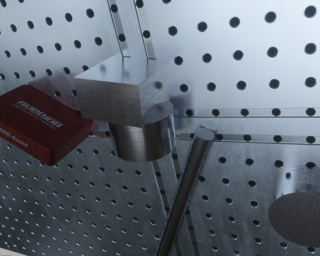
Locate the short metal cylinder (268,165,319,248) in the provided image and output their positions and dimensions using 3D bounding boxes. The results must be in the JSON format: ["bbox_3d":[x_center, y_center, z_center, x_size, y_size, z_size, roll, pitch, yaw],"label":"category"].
[{"bbox_3d":[0.172,0.091,0.360,0.080,0.050,0.079,13,124,20],"label":"short metal cylinder"}]

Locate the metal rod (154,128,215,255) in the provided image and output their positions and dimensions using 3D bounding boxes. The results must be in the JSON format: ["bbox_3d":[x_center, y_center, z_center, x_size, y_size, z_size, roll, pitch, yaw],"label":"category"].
[{"bbox_3d":[0.027,0.125,0.472,0.025,0.025,0.298,23,127,13],"label":"metal rod"}]

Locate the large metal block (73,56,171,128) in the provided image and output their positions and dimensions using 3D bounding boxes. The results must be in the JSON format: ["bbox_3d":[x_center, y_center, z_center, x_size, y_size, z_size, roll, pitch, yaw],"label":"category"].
[{"bbox_3d":[-0.040,-0.046,0.367,0.080,0.080,0.050,10,122,22],"label":"large metal block"}]

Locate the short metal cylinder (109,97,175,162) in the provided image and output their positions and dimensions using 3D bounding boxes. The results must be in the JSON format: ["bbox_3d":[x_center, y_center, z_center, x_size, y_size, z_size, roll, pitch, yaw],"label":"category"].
[{"bbox_3d":[-0.022,-0.001,0.386,0.080,0.080,0.050,9,122,23],"label":"short metal cylinder"}]

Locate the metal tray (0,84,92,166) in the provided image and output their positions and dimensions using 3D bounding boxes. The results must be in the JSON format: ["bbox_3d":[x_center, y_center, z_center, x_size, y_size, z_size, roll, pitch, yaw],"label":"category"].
[{"bbox_3d":[-0.181,-0.009,0.456,0.130,0.090,0.030,29,128,9],"label":"metal tray"}]
